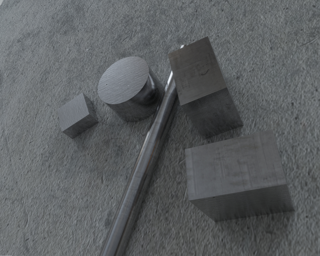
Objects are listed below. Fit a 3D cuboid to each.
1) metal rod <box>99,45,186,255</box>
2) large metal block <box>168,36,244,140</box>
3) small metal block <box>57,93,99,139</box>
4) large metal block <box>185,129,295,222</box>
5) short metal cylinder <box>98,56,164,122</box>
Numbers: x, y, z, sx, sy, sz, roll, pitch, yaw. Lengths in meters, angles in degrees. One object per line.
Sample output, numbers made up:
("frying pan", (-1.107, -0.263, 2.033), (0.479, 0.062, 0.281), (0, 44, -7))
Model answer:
("metal rod", (-0.008, 0.018, 0.397), (0.025, 0.025, 0.300), (7, 65, 31))
("large metal block", (0.055, -0.045, 0.368), (0.050, 0.080, 0.080), (-22, 54, 15))
("small metal block", (-0.129, -0.019, 0.483), (0.050, 0.025, 0.050), (-32, 52, 7))
("large metal block", (0.077, 0.050, 0.297), (0.080, 0.080, 0.050), (-15, 56, 20))
("short metal cylinder", (-0.041, -0.055, 0.443), (0.080, 0.050, 0.080), (-13, 56, 21))
